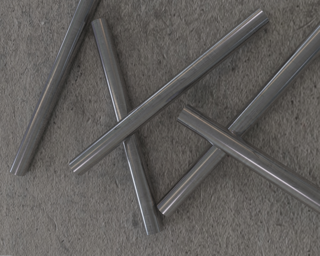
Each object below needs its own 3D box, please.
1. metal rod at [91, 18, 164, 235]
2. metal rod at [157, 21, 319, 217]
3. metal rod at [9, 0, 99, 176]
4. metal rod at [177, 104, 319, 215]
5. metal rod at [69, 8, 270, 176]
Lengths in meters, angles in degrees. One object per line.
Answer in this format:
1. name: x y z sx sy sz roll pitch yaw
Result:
1. metal rod: -0.046 -0.006 0.425 0.025 0.025 0.299 -17 84 19
2. metal rod: 0.099 -0.005 0.373 0.025 0.025 0.299 43 103 15
3. metal rod: -0.160 -0.063 0.465 0.025 0.025 0.298 29 99 17
4. metal rod: 0.150 0.064 0.338 0.301 0.025 0.025 34 101 10
5. metal rod: 0.005 -0.039 0.388 0.300 0.025 0.025 -39 78 8
